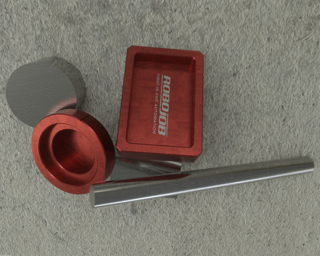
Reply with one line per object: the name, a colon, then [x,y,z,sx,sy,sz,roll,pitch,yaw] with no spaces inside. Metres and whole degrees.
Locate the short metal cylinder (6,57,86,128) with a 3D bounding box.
short metal cylinder: [-0.137,-0.044,0.380,0.081,0.050,0.079,0,110,-1]

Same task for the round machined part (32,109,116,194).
round machined part: [-0.096,0.024,0.362,0.098,0.042,0.097,6,110,18]

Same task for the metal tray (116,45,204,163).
metal tray: [0.002,-0.029,0.357,0.091,0.030,0.130,4,70,-2]

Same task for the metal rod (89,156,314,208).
metal rod: [0.069,0.059,0.371,0.303,0.025,0.025,-3,112,-25]

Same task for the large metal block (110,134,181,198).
large metal block: [-0.018,0.044,0.397,0.081,0.080,0.050,4,110,-2]
